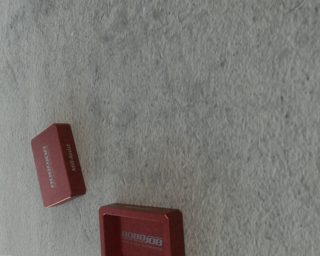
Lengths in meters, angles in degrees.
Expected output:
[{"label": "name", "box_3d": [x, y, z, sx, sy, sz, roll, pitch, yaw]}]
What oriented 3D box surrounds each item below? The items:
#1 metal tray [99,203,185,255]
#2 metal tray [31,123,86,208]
[{"label": "metal tray", "box_3d": [-0.028, 0.154, 0.422, 0.130, 0.030, 0.089, -6, 86, 39]}, {"label": "metal tray", "box_3d": [-0.182, 0.067, 0.549, 0.090, 0.030, 0.129, -28, 73, 36]}]
